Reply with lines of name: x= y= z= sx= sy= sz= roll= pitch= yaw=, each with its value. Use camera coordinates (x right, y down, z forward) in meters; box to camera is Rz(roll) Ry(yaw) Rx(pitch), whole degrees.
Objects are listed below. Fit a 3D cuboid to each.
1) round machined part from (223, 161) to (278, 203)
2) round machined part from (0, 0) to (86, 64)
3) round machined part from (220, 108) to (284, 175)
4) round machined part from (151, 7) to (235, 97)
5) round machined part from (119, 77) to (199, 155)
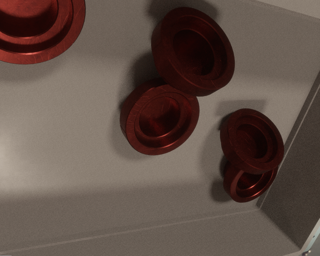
round machined part: x=0.149 y=0.076 z=0.529 sx=0.099 sy=0.042 sz=0.097 roll=-14 pitch=125 yaw=-21
round machined part: x=-0.117 y=-0.106 z=0.259 sx=0.099 sy=0.042 sz=0.097 roll=-20 pitch=141 yaw=-17
round machined part: x=0.131 y=0.023 z=0.463 sx=0.099 sy=0.098 sz=0.042 roll=-4 pitch=156 yaw=-27
round machined part: x=0.032 y=-0.080 z=0.345 sx=0.099 sy=0.098 sz=0.042 roll=11 pitch=157 yaw=-29
round machined part: x=-0.004 y=-0.018 z=0.386 sx=0.099 sy=0.042 sz=0.097 roll=-14 pitch=125 yaw=-21
